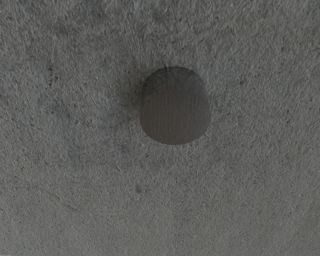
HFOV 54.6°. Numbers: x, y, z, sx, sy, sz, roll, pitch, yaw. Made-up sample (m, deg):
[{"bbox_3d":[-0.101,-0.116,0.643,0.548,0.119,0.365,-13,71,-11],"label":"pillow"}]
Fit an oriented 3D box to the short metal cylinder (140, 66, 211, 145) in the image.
[{"bbox_3d":[0.017,-0.026,0.369,0.080,0.050,0.080,0,130,0],"label":"short metal cylinder"}]
